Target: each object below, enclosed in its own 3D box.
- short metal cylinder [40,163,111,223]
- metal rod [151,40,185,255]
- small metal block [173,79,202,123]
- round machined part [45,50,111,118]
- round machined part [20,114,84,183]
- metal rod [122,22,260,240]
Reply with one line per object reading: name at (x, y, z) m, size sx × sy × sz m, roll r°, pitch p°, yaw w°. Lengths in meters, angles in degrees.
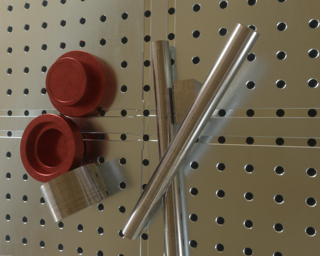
short metal cylinder at (-0.115, 0.088, 0.424) m, size 0.080 × 0.080 × 0.050 m, roll -29°, pitch 81°, yaw 18°
metal rod at (0.011, 0.036, 0.408) m, size 0.025 × 0.025 × 0.298 m, roll -5°, pitch 88°, yaw 20°
small metal block at (0.038, -0.032, 0.386) m, size 0.025 × 0.050 × 0.050 m, roll -5°, pitch 89°, yaw 20°
round machined part at (-0.124, -0.064, 0.447) m, size 0.098 × 0.042 × 0.097 m, roll 0°, pitch 90°, yaw 20°
round machined part at (-0.152, 0.029, 0.455) m, size 0.098 × 0.042 × 0.097 m, roll -1°, pitch 86°, yaw 22°
metal rod at (0.023, 0.023, 0.361) m, size 0.025 × 0.025 × 0.298 m, roll 36°, pitch 116°, yaw 16°
